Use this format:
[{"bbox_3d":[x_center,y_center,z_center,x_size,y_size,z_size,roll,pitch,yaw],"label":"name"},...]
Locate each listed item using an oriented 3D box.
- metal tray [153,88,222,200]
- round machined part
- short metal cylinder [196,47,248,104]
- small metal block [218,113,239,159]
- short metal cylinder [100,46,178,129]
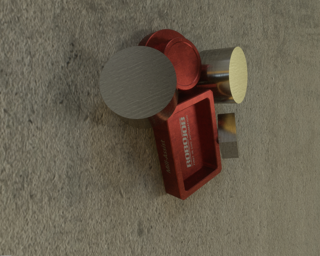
[{"bbox_3d":[0.039,0.020,0.421,0.091,0.030,0.129,-28,117,-37],"label":"metal tray"},{"bbox_3d":[0.017,-0.082,0.410,0.099,0.042,0.097,0,90,-40],"label":"round machined part"},{"bbox_3d":[0.091,-0.075,0.452,0.080,0.050,0.079,-6,96,-57],"label":"short metal cylinder"},{"bbox_3d":[0.104,0.012,0.470,0.050,0.025,0.050,64,25,-53],"label":"small metal block"},{"bbox_3d":[-0.021,-0.043,0.344,0.050,0.080,0.080,67,35,-77],"label":"short metal cylinder"}]
